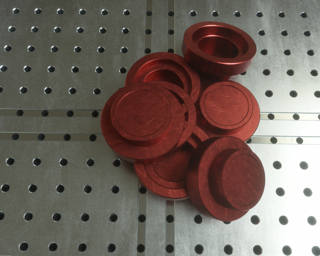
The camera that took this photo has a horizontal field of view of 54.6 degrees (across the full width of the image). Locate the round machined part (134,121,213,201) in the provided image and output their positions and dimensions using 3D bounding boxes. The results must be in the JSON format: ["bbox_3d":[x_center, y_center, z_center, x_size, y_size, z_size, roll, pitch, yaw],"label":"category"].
[{"bbox_3d":[0.018,0.041,0.388,0.099,0.042,0.098,0,70,0],"label":"round machined part"}]

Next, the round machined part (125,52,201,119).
[{"bbox_3d":[0.004,-0.050,0.421,0.099,0.042,0.098,0,70,0],"label":"round machined part"}]

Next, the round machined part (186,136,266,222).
[{"bbox_3d":[0.082,0.058,0.356,0.099,0.042,0.098,3,84,-32],"label":"round machined part"}]

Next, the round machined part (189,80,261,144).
[{"bbox_3d":[0.084,-0.022,0.411,0.099,0.042,0.098,0,70,0],"label":"round machined part"}]

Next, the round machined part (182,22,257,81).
[{"bbox_3d":[0.078,-0.102,0.429,0.099,0.042,0.098,4,49,-5],"label":"round machined part"}]

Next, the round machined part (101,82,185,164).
[{"bbox_3d":[-0.020,-0.010,0.361,0.099,0.042,0.098,0,70,0],"label":"round machined part"}]

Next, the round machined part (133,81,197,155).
[{"bbox_3d":[-0.003,-0.009,0.406,0.099,0.042,0.098,0,70,0],"label":"round machined part"}]
